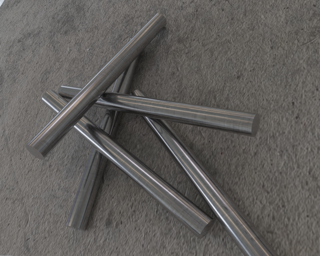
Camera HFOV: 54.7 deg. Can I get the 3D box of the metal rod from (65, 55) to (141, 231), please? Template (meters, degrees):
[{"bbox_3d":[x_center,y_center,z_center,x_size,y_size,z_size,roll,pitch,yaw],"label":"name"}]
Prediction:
[{"bbox_3d":[-0.072,-0.008,0.446,0.025,0.025,0.300,0,61,28],"label":"metal rod"}]

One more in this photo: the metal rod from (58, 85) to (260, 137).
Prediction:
[{"bbox_3d":[-0.025,-0.029,0.401,0.300,0.025,0.025,12,68,33],"label":"metal rod"}]

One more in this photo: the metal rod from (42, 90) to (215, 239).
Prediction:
[{"bbox_3d":[-0.059,0.029,0.391,0.300,0.025,0.025,35,81,30],"label":"metal rod"}]

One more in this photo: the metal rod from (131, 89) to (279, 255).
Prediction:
[{"bbox_3d":[0.038,0.046,0.355,0.025,0.025,0.300,-39,51,2],"label":"metal rod"}]

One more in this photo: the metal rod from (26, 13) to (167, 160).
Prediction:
[{"bbox_3d":[-0.070,-0.076,0.432,0.025,0.025,0.301,9,49,32],"label":"metal rod"}]
